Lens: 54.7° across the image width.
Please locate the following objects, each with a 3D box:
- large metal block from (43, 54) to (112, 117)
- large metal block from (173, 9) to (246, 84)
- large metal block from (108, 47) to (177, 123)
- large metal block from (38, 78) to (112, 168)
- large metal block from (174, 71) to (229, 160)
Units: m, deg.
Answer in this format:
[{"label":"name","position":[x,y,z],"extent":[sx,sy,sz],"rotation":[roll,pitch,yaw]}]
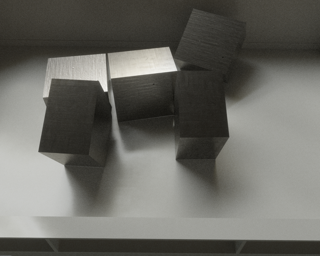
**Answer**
[{"label":"large metal block","position":[-0.113,-0.057,0.435],"extent":[0.081,0.050,0.080],"rotation":[-6,50,-6]},{"label":"large metal block","position":[0.077,-0.123,0.469],"extent":[0.080,0.050,0.080],"rotation":[21,88,16]},{"label":"large metal block","position":[-0.023,-0.057,0.417],"extent":[0.081,0.080,0.050],"rotation":[-8,50,-7]},{"label":"large metal block","position":[-0.091,-0.002,0.353],"extent":[0.050,0.080,0.080],"rotation":[3,74,2]},{"label":"large metal block","position":[0.045,-0.012,0.367],"extent":[0.050,0.080,0.080],"rotation":[-1,68,-1]}]
